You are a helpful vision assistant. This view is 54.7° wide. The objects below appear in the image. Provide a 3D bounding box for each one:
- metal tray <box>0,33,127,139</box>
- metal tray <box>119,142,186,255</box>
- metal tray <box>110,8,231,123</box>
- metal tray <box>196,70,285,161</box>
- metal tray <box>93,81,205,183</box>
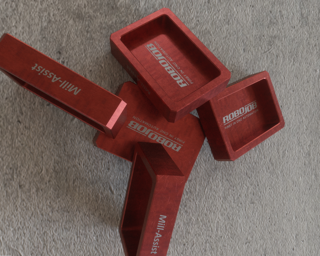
[{"bbox_3d":[-0.098,-0.037,0.323,0.130,0.090,0.030,30,80,-1],"label":"metal tray"},{"bbox_3d":[-0.014,0.091,0.351,0.030,0.090,0.129,6,109,-20],"label":"metal tray"},{"bbox_3d":[0.011,-0.081,0.381,0.090,0.030,0.130,-33,72,-18],"label":"metal tray"},{"bbox_3d":[0.116,-0.020,0.435,0.131,0.030,0.090,-26,99,-33],"label":"metal tray"},{"bbox_3d":[-0.009,0.008,0.405,0.131,0.030,0.090,27,81,-19],"label":"metal tray"}]
